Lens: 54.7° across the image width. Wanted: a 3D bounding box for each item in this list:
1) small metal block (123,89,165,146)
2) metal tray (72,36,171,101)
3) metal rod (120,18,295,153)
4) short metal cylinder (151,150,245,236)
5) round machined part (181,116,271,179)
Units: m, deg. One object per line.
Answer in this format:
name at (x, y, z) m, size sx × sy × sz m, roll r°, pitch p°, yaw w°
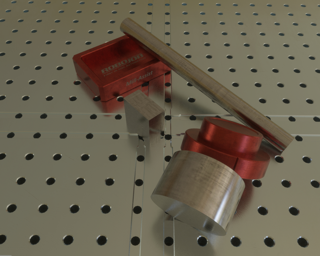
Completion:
small metal block at (-0.020, -0.014, 0.403) m, size 0.025 × 0.050 × 0.050 m, roll -34°, pitch 58°, yaw -25°
metal tray at (-0.058, -0.103, 0.489) m, size 0.131 × 0.030 × 0.090 m, roll -29°, pitch 56°, yaw -23°
metal rod at (0.054, -0.070, 0.440) m, size 0.300 × 0.025 × 0.025 m, roll 40°, pitch 60°, yaw 19°
short metal cylinder at (0.038, 0.066, 0.312) m, size 0.080 × 0.080 × 0.050 m, roll 22°, pitch 65°, yaw 17°
round machined part at (0.076, 0.017, 0.350) m, size 0.099 × 0.042 × 0.098 m, roll 15°, pitch 13°, yaw -3°
